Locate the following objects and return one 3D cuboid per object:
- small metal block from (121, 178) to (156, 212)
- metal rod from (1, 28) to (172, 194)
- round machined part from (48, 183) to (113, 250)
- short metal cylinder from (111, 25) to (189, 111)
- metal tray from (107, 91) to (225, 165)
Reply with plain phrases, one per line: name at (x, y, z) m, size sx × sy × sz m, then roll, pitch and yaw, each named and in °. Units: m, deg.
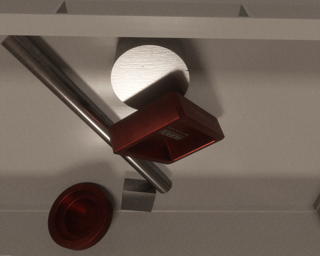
small metal block at (-0.035, 0.109, 0.502) m, size 0.050 × 0.025 × 0.050 m, roll 7°, pitch 130°, yaw -7°
metal rod at (-0.074, -0.002, 0.406) m, size 0.025 × 0.025 × 0.300 m, roll -27°, pitch 126°, yaw 21°
round machined part at (-0.119, 0.139, 0.482) m, size 0.098 × 0.098 × 0.042 m, roll -13°, pitch 147°, yaw 10°
short metal cylinder at (-0.010, -0.064, 0.338) m, size 0.081 × 0.050 × 0.079 m, roll 0°, pitch 130°, yaw 0°
metal tray at (0.013, 0.007, 0.370) m, size 0.090 × 0.030 × 0.130 m, roll -28°, pitch 156°, yaw 22°
